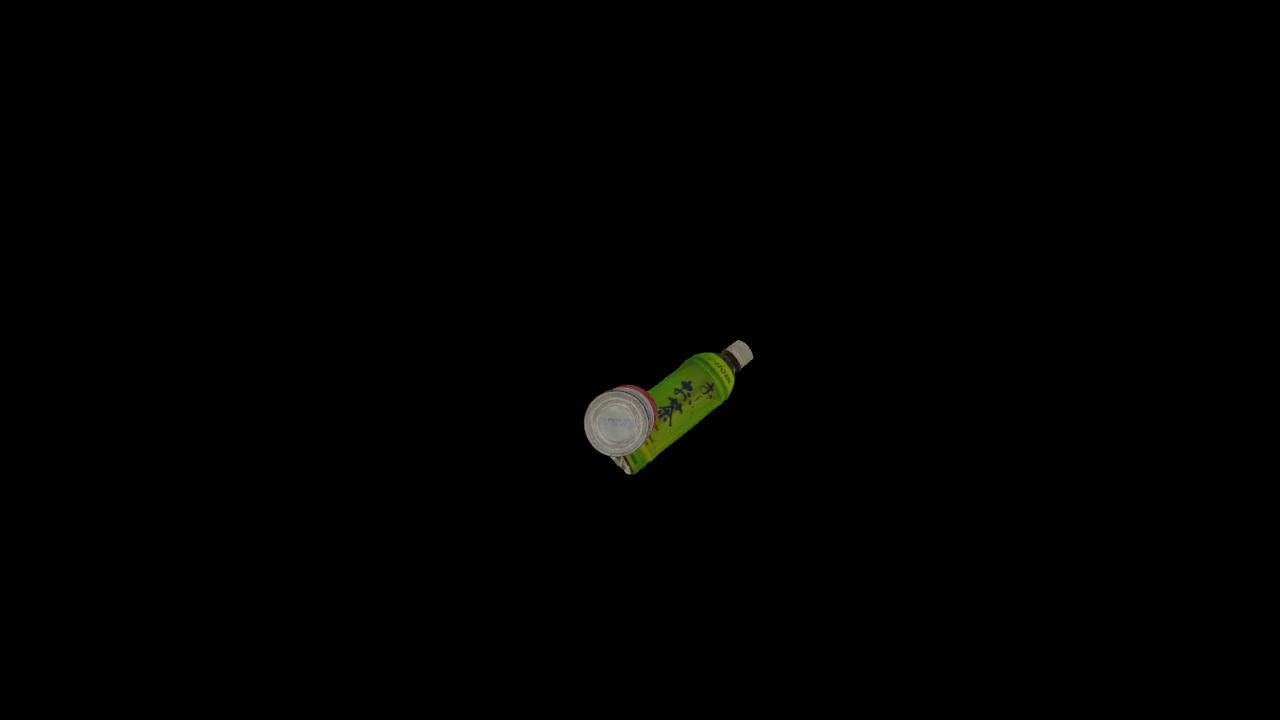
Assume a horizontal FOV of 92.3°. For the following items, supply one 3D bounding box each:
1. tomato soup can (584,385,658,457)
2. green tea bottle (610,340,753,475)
[{"bbox_3d":[-0.018,0.062,0.646,0.068,0.068,0.101,0,1,6],"label":"tomato soup can"},{"bbox_3d":[0.049,0.048,0.735,0.212,0.073,0.073,-36,13,-18],"label":"green tea bottle"}]
